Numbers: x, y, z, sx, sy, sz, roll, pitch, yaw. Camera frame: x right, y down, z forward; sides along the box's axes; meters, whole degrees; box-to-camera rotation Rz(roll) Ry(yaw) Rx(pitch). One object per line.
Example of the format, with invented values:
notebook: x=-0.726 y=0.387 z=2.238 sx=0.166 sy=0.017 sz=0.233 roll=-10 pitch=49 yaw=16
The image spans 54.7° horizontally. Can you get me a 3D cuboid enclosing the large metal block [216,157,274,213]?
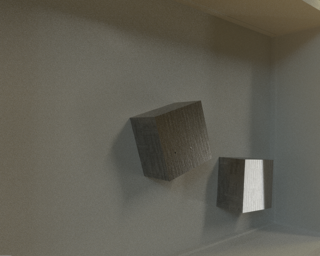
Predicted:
large metal block: x=0.140 y=0.090 z=0.508 sx=0.081 sy=0.050 sz=0.080 roll=6 pitch=87 yaw=-40

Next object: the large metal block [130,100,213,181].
large metal block: x=0.016 y=0.014 z=0.404 sx=0.081 sy=0.050 sz=0.080 roll=-21 pitch=104 yaw=-38
